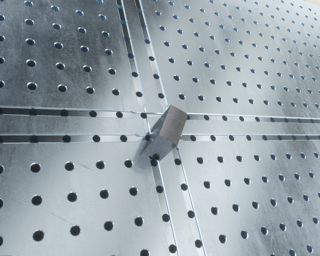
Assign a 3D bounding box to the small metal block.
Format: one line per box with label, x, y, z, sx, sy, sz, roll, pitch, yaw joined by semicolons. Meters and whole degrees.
small metal block;0.007;0.007;0.391;0.025;0.050;0.050;30;52;-10
